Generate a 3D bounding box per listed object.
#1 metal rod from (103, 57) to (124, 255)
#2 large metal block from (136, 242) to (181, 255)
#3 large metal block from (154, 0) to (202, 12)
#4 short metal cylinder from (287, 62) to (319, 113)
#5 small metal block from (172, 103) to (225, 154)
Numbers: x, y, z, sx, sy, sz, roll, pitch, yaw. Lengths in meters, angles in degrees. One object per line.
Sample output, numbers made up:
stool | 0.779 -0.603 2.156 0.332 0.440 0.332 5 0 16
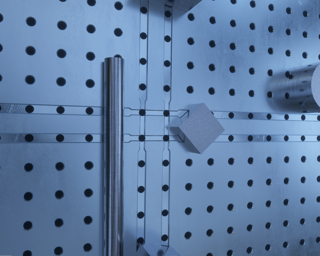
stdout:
metal rod | -0.058 0.062 0.391 0.025 0.025 0.298 0 90 -20
large metal block | -0.002 0.199 0.384 0.050 0.080 0.080 17 84 -20
large metal block | 0.018 -0.211 0.407 0.081 0.050 0.080 12 86 -20
short metal cylinder | 0.253 -0.064 0.495 0.081 0.050 0.079 0 90 -20
small metal block | 0.054 0.001 0.434 0.050 0.025 0.050 -43 104 -15
